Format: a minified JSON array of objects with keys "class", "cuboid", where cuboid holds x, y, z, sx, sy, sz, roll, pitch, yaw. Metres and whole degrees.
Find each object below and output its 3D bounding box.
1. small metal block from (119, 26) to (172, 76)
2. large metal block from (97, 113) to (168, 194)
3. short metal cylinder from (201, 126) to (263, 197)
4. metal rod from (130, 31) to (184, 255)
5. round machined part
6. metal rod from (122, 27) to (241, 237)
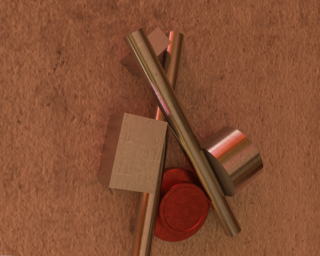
[{"class":"small metal block","cuboid":[-0.019,-0.095,0.390,0.050,0.050,0.025,-47,105,-14]},{"class":"large metal block","cuboid":[-0.036,0.027,0.369,0.050,0.080,0.080,13,86,-20]},{"class":"short metal cylinder","cuboid":[0.090,0.044,0.416,0.050,0.080,0.080,-34,101,-17]},{"class":"metal rod","cuboid":[-0.002,0.020,0.394,0.025,0.025,0.299,13,80,-20]},{"class":"round machined part","cuboid":[0.024,0.103,0.412,0.099,0.042,0.097,0,90,-21]},{"class":"metal rod","cuboid":[0.037,0.020,0.388,0.025,0.025,0.299,-34,110,-17]}]
